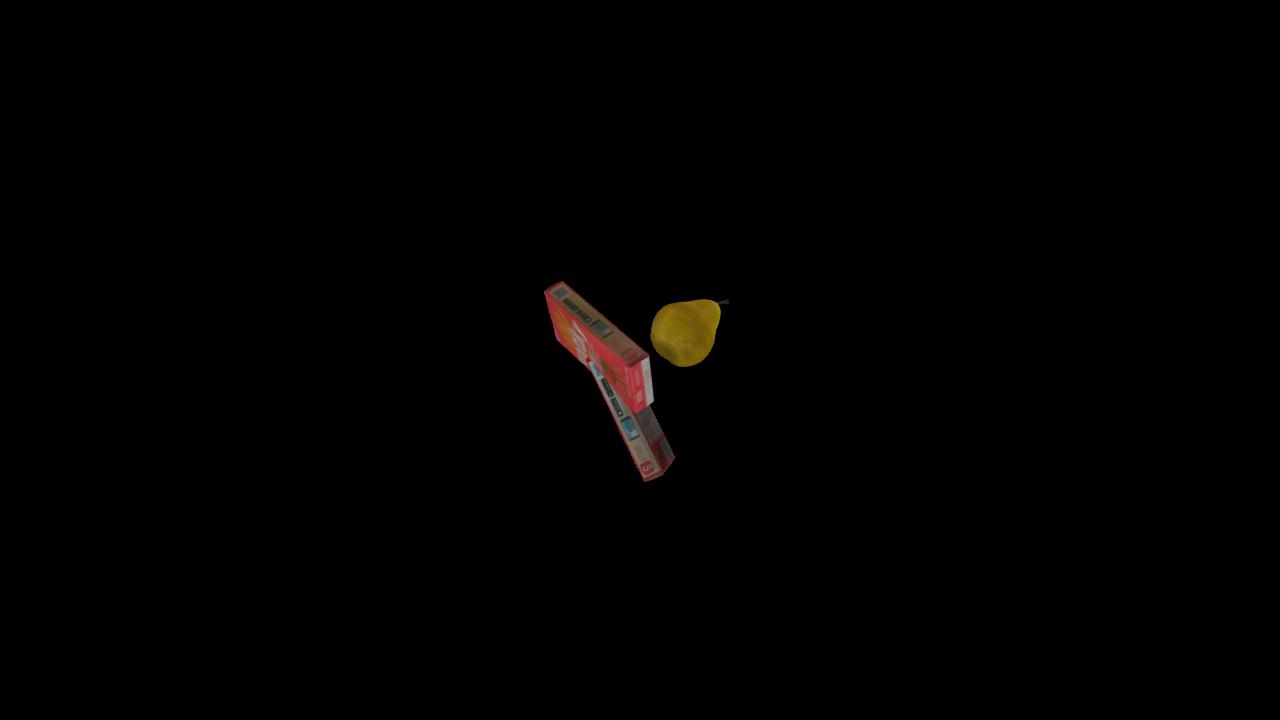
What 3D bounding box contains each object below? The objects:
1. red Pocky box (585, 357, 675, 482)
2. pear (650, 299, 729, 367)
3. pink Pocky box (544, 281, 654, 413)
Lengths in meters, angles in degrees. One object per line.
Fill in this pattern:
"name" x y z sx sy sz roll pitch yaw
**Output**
"red Pocky box" -0.009 0.059 0.715 0.028 0.155 0.083 -27 -3 14
"pear" 0.065 -0.048 0.753 0.080 0.111 0.080 32 -23 15
"pink Pocky box" -0.046 -0.015 0.679 0.029 0.084 0.155 -35 56 -22
